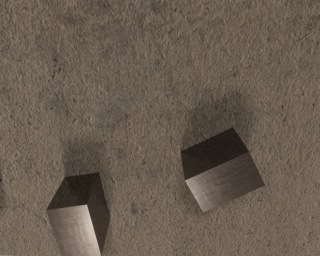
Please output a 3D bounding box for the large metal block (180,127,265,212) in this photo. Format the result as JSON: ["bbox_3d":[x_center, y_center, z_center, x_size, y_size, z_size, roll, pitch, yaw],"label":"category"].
[{"bbox_3d":[0.076,0.051,0.400,0.080,0.080,0.050,-26,108,9],"label":"large metal block"}]

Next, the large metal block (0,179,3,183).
[{"bbox_3d":[-0.284,0.087,0.424,0.080,0.050,0.080,40,105,-14],"label":"large metal block"}]

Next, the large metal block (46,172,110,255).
[{"bbox_3d":[-0.106,0.118,0.423,0.050,0.080,0.079,-8,110,3],"label":"large metal block"}]
